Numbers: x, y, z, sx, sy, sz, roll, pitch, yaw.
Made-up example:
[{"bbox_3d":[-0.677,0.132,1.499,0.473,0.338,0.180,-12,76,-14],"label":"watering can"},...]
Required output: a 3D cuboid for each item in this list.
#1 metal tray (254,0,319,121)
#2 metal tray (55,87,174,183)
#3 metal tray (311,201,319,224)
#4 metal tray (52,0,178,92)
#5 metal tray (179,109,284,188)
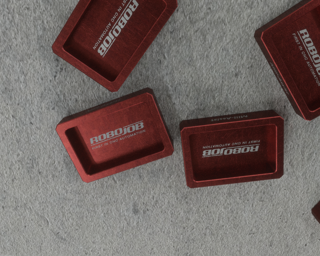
[{"bbox_3d":[0.187,-0.085,0.377,0.090,0.030,0.130,-32,107,11],"label":"metal tray"},{"bbox_3d":[-0.057,0.011,0.410,0.130,0.030,0.090,-19,109,6],"label":"metal tray"},{"bbox_3d":[0.306,0.129,0.457,0.130,0.030,0.090,31,107,-11],"label":"metal tray"},{"bbox_3d":[-0.052,-0.119,0.362,0.090,0.030,0.129,35,106,-12],"label":"metal tray"},{"bbox_3d":[0.096,0.029,0.418,0.131,0.030,0.089,-7,110,2],"label":"metal tray"}]
